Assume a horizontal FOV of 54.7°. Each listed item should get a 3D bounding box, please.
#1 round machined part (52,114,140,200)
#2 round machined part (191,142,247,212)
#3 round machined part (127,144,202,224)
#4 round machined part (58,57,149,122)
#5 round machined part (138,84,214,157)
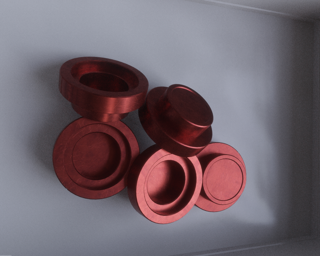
[{"bbox_3d":[-0.077,0.033,0.371,0.099,0.042,0.097,0,90,-21],"label":"round machined part"},{"bbox_3d":[0.079,0.068,0.430,0.099,0.042,0.097,0,90,-21],"label":"round machined part"},{"bbox_3d":[0.002,0.066,0.389,0.099,0.042,0.097,-5,99,-33],"label":"round machined part"},{"bbox_3d":[-0.066,-0.042,0.357,0.099,0.098,0.042,3,125,-20],"label":"round machined part"},{"bbox_3d":[0.026,-0.016,0.381,0.099,0.042,0.098,24,40,-22],"label":"round machined part"}]
